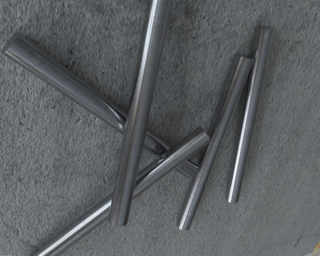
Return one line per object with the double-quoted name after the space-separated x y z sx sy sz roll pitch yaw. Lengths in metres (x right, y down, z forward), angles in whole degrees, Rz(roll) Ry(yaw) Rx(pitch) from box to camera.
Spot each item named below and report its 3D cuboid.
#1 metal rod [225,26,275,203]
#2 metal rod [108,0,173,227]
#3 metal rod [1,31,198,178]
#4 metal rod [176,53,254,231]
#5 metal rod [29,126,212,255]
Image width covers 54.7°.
0.132 -0.002 0.477 0.025 0.025 0.298 -13 124 -22 "metal rod"
-0.023 -0.022 0.352 0.025 0.025 0.298 3 109 -30 "metal rod"
-0.045 -0.007 0.377 0.025 0.025 0.301 -48 129 5 "metal rod"
0.076 0.036 0.470 0.025 0.025 0.298 1 118 -29 "metal rod"
-0.059 0.098 0.414 0.300 0.025 0.025 -38 130 5 "metal rod"
